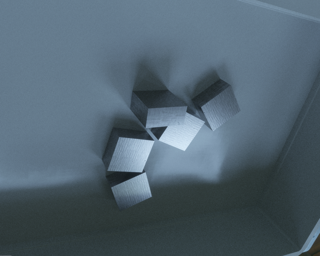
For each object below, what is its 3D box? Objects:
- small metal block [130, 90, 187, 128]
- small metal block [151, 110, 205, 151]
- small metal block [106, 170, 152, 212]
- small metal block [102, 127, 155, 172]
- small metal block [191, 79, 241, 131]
[{"bbox_3d":[-0.003,-0.025,0.377,0.050,0.050,0.025,-5,121,-26],"label":"small metal block"},{"bbox_3d":[0.025,-0.002,0.423,0.050,0.025,0.050,24,105,-37],"label":"small metal block"},{"bbox_3d":[-0.043,0.083,0.438,0.050,0.025,0.050,-22,127,-15],"label":"small metal block"},{"bbox_3d":[-0.042,0.029,0.405,0.050,0.025,0.050,8,114,-32],"label":"small metal block"},{"bbox_3d":[0.079,-0.032,0.434,0.050,0.025,0.050,-36,130,-4],"label":"small metal block"}]
